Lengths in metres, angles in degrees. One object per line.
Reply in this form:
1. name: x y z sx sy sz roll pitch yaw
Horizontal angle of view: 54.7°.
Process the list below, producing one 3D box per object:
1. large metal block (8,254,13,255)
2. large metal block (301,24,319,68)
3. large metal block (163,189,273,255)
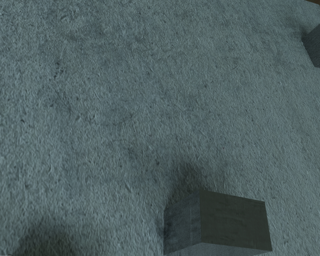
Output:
1. large metal block: -0.101 0.155 0.239 0.080 0.050 0.080 27 52 -11
2. large metal block: 0.375 -0.188 0.685 0.050 0.080 0.080 4 60 -26
3. large metal block: 0.057 0.109 0.333 0.081 0.080 0.050 15 56 -20
